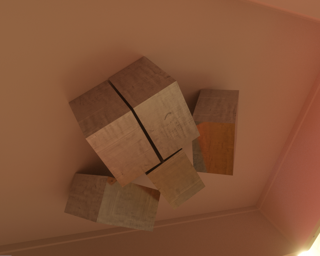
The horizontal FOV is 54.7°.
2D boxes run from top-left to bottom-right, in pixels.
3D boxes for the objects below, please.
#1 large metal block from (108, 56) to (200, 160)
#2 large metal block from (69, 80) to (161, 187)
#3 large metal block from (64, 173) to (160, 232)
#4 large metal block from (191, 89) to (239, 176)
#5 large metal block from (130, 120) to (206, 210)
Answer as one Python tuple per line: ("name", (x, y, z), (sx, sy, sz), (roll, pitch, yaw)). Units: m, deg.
("large metal block", (-0.007, -0.024, 0.354), (0.050, 0.080, 0.080), (-34, 129, -7))
("large metal block", (-0.051, 0.005, 0.348), (0.050, 0.080, 0.080), (-33, 129, -7))
("large metal block", (-0.059, 0.092, 0.389), (0.080, 0.080, 0.050), (24, 71, -37))
("large metal block", (0.075, 0.003, 0.408), (0.050, 0.080, 0.079), (4, 126, 15))
("large metal block", (0.005, 0.045, 0.403), (0.050, 0.080, 0.080), (-36, 130, -5))
